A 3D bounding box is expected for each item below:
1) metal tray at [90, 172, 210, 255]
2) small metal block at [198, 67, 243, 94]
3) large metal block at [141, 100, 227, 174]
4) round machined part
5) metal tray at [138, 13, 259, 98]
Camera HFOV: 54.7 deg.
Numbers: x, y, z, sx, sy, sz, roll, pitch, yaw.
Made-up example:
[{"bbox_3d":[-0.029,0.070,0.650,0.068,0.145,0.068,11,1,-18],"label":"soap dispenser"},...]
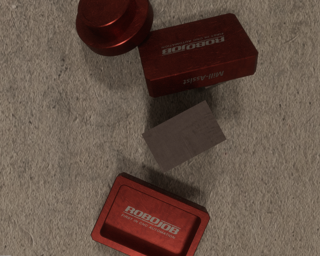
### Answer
[{"bbox_3d":[-0.012,0.125,0.407,0.131,0.030,0.090,24,90,-1],"label":"metal tray"},{"bbox_3d":[0.073,-0.069,0.398,0.050,0.050,0.025,-24,90,0],"label":"small metal block"},{"bbox_3d":[0.027,0.009,0.383,0.080,0.080,0.050,-28,90,0],"label":"large metal block"},{"bbox_3d":[-0.061,-0.142,0.383,0.098,0.042,0.098,-5,71,15],"label":"round machined part"},{"bbox_3d":[0.042,-0.092,0.383,0.131,0.030,0.090,-13,52,0],"label":"metal tray"}]
